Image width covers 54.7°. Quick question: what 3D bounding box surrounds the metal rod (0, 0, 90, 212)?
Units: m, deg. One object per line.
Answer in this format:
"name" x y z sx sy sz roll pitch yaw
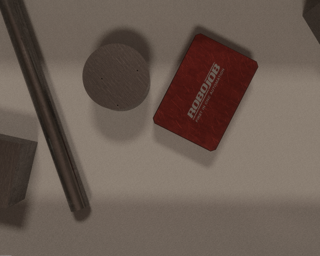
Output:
"metal rod" -0.155 -0.035 0.409 0.025 0.025 0.298 -19 90 0

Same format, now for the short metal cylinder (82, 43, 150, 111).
"short metal cylinder" -0.053 -0.062 0.398 0.081 0.050 0.079 0 90 -1

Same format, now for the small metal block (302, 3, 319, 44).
"small metal block" 0.220 -0.140 0.402 0.025 0.050 0.050 -31 90 0

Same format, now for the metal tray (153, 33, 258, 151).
"metal tray" 0.058 -0.046 0.410 0.090 0.030 0.130 27 90 -1

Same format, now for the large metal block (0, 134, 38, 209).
"large metal block" -0.214 0.049 0.396 0.080 0.050 0.080 13 90 -1
